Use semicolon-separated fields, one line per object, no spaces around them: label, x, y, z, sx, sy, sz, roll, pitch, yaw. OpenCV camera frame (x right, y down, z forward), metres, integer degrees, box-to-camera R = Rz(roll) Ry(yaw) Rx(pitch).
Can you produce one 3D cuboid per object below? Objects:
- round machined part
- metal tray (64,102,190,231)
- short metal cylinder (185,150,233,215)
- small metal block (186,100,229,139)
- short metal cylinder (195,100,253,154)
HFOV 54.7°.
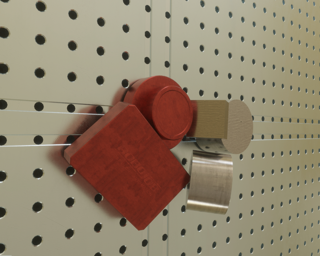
round machined part;0.004;-0.019;0.396;0.099;0.042;0.097;0;90;-40
metal tray;-0.033;0.045;0.359;0.090;0.030;0.130;-44;118;-14
short metal cylinder;0.064;0.072;0.415;0.050;0.080;0.080;7;84;4
small metal block;0.065;-0.011;0.419;0.025;0.050;0.050;13;80;-68
short metal cylinder;0.096;-0.002;0.470;0.081;0.050;0.079;0;90;-40
